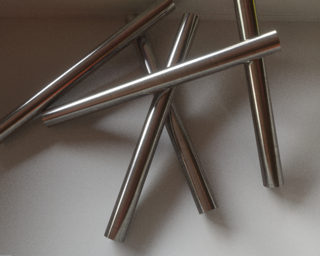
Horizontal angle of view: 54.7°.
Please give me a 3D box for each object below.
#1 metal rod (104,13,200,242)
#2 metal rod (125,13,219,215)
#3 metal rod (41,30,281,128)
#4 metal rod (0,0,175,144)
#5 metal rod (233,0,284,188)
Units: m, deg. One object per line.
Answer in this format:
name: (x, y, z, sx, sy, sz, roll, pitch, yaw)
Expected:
metal rod: (-0.005, -0.010, 0.390, 0.025, 0.025, 0.299, 18, 79, 6)
metal rod: (0.009, -0.032, 0.421, 0.025, 0.025, 0.299, -18, 71, -7)
metal rod: (-0.010, -0.054, 0.378, 0.301, 0.025, 0.025, -17, 70, 14)
metal rod: (-0.101, -0.083, 0.422, 0.301, 0.025, 0.025, -40, 75, -7)
metal rod: (0.115, -0.075, 0.375, 0.025, 0.025, 0.298, -11, 95, -4)
